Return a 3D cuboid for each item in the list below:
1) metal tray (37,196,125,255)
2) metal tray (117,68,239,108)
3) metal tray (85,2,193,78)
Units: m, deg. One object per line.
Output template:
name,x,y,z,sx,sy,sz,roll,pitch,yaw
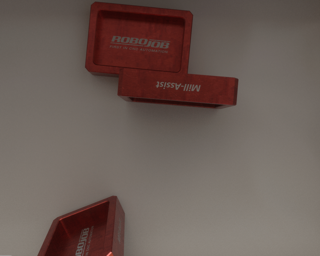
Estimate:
metal tray,-0.089,0.133,0.356,0.090,0.130,0.030,-21,105,0
metal tray,0.020,-0.045,0.379,0.131,0.090,0.030,5,91,-1
metal tray,-0.027,-0.111,0.408,0.131,0.030,0.089,5,90,-1
